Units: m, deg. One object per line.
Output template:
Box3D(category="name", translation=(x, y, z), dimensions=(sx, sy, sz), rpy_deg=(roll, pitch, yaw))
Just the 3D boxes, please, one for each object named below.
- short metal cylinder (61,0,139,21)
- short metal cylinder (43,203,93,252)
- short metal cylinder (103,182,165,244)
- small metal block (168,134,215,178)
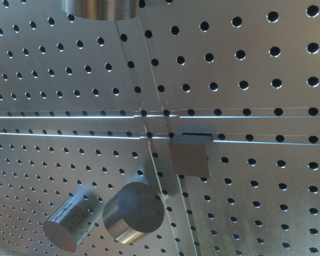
Box3D(category="short metal cylinder", translation=(-0.060, -0.147, 0.316), dimensions=(0.080, 0.080, 0.050), rpy_deg=(20, 126, 16))
Box3D(category="short metal cylinder", translation=(-0.182, 0.196, 0.613), dimensions=(0.080, 0.050, 0.079), rpy_deg=(13, 124, 21))
Box3D(category="short metal cylinder", translation=(-0.040, 0.131, 0.478), dimensions=(0.080, 0.080, 0.050), rpy_deg=(43, 129, -2))
Box3D(category="small metal block", translation=(0.043, 0.037, 0.411), dimensions=(0.050, 0.025, 0.050), rpy_deg=(2, 120, 27))
